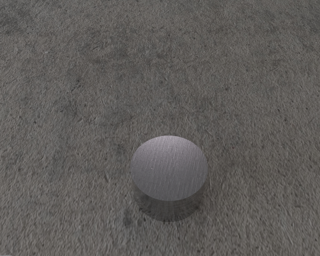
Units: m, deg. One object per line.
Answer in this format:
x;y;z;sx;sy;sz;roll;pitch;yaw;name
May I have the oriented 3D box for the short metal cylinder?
0.010;0.055;0.341;0.080;0.050;0.080;0;50;0;short metal cylinder
